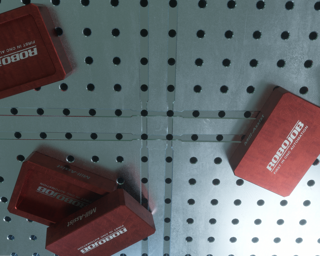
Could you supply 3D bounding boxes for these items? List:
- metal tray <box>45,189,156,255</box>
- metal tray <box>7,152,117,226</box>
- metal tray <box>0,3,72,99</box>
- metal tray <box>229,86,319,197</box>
[{"bbox_3d":[-0.084,0.148,0.446,0.130,0.030,0.090,-30,130,9],"label":"metal tray"},{"bbox_3d":[-0.139,0.100,0.446,0.131,0.030,0.090,23,108,-9],"label":"metal tray"},{"bbox_3d":[-0.187,-0.087,0.377,0.130,0.030,0.090,-16,109,5],"label":"metal tray"},{"bbox_3d":[0.166,0.021,0.420,0.090,0.030,0.129,24,108,-9],"label":"metal tray"}]
